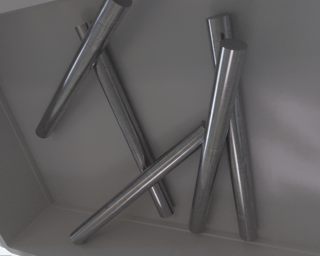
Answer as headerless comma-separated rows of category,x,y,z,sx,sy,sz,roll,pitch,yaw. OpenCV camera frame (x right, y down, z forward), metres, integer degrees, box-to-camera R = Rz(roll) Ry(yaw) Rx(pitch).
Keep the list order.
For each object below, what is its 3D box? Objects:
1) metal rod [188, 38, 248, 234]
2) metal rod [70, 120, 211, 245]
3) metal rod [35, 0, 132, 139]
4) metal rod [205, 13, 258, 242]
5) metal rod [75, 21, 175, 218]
metal rod,0.061,0.038,0.377,0.025,0.025,0.298,18,133,17
metal rod,-0.039,0.091,0.445,0.025,0.025,0.299,46,116,-4
metal rod,-0.116,-0.060,0.407,0.025,0.025,0.299,46,137,-4
metal rod,0.091,0.019,0.372,0.025,0.025,0.298,0,119,28
metal rod,-0.041,0.002,0.431,0.025,0.025,0.299,-8,115,32
